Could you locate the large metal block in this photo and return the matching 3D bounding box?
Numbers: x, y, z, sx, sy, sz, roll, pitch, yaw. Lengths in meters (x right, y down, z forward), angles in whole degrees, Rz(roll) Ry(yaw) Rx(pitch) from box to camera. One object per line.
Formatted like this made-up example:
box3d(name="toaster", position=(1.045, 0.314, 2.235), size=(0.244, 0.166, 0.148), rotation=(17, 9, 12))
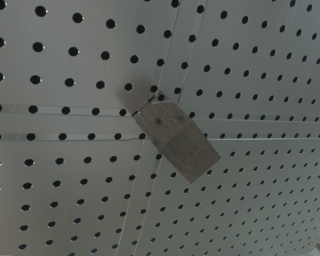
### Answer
box3d(name="large metal block", position=(0.021, 0.012, 0.393), size=(0.050, 0.080, 0.080), rotation=(-41, 130, 0))
